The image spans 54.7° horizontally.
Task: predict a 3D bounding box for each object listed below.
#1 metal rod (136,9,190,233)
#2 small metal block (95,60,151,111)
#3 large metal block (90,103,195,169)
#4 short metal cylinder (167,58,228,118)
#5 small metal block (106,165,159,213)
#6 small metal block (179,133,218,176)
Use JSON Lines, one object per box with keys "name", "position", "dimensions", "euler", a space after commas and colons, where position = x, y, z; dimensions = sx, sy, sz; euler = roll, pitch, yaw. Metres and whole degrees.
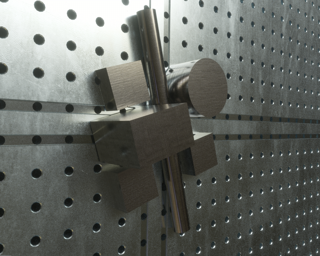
{"name": "metal rod", "position": [0.006, -0.003, 0.416], "dimensions": [0.025, 0.025, 0.298], "euler": [-16, 100, -39]}
{"name": "small metal block", "position": [-0.044, -0.051, 0.374], "dimensions": [0.050, 0.025, 0.050], "euler": [-22, 104, -38]}
{"name": "large metal block", "position": [-0.020, 0.006, 0.356], "dimensions": [0.081, 0.080, 0.050], "euler": [-20, 103, -39]}
{"name": "short metal cylinder", "position": [0.050, -0.055, 0.436], "dimensions": [0.081, 0.050, 0.079], "euler": [0, 90, -40]}
{"name": "small metal block", "position": [-0.033, 0.069, 0.383], "dimensions": [0.050, 0.025, 0.050], "euler": [-20, 103, -38]}
{"name": "small metal block", "position": [0.056, 0.037, 0.459], "dimensions": [0.050, 0.025, 0.050], "euler": [-19, 102, -39]}
